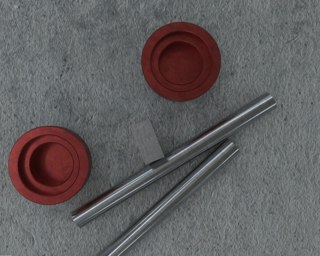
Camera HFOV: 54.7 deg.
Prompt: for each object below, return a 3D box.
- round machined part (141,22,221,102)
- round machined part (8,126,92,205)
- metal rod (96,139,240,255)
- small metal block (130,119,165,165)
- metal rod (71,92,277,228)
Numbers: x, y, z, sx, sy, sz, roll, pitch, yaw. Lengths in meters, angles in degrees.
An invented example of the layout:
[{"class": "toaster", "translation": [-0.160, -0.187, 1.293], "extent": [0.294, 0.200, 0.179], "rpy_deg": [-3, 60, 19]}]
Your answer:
[{"class": "round machined part", "translation": [0.026, -0.082, 0.402], "extent": [0.099, 0.042, 0.097], "rpy_deg": [0, 90, 0]}, {"class": "round machined part", "translation": [-0.137, 0.046, 0.400], "extent": [0.099, 0.042, 0.097], "rpy_deg": [0, 90, 0]}, {"class": "metal rod", "translation": [-0.015, 0.123, 0.409], "extent": [0.300, 0.025, 0.025], "rpy_deg": [-42, 90, 0]}, {"class": "small metal block", "translation": [-0.015, 0.016, 0.397], "extent": [0.025, 0.050, 0.050], "rpy_deg": [-22, 90, 0]}, {"class": "metal rod", "translation": [0.019, 0.042, 0.410], "extent": [0.301, 0.025, 0.025], "rpy_deg": [-32, 90, 0]}]
